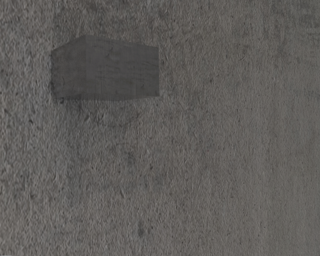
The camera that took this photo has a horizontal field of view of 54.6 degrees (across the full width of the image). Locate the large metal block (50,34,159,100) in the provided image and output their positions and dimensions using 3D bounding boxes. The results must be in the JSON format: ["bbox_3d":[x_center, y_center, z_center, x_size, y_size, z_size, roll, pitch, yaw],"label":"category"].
[{"bbox_3d":[-0.058,-0.056,0.320,0.081,0.080,0.050,-2,91,-40],"label":"large metal block"}]
